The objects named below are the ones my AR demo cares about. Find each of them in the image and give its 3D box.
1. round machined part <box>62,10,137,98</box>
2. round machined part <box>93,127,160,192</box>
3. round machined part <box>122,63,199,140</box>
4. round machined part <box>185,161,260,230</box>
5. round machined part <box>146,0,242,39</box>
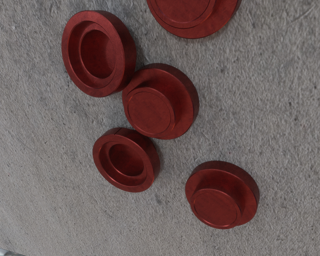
[{"bbox_3d":[-0.067,-0.088,0.368,0.098,0.042,0.097,13,115,30],"label":"round machined part"},{"bbox_3d":[-0.044,0.041,0.444,0.098,0.042,0.097,13,124,21],"label":"round machined part"},{"bbox_3d":[-0.005,-0.027,0.382,0.098,0.042,0.097,13,124,21],"label":"round machined part"},{"bbox_3d":[0.079,0.095,0.413,0.098,0.042,0.097,13,124,21],"label":"round machined part"},{"bbox_3d":[0.028,-0.134,0.298,0.098,0.042,0.097,13,124,21],"label":"round machined part"}]
